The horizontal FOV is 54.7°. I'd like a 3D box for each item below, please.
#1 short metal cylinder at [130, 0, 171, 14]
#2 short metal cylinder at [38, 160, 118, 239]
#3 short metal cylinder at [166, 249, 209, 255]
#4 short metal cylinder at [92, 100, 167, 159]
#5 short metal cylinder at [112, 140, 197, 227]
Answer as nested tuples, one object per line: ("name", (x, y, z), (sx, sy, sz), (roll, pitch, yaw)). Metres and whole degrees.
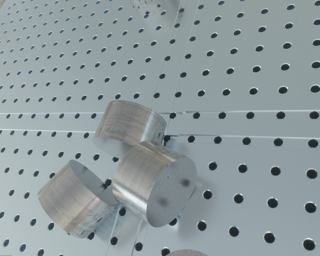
("short metal cylinder", (-0.021, -0.254, 0.559), (0.080, 0.050, 0.080), (-13, 56, 21))
("short metal cylinder", (-0.097, 0.084, 0.372), (0.050, 0.080, 0.080), (-45, 51, -3))
("short metal cylinder", (0.032, 0.156, 0.280), (0.080, 0.050, 0.080), (-13, 56, 21))
("short metal cylinder", (-0.037, 0.008, 0.388), (0.080, 0.080, 0.050), (6, 65, 30))
("short metal cylinder", (-0.004, 0.060, 0.339), (0.050, 0.080, 0.080), (24, 75, 36))
